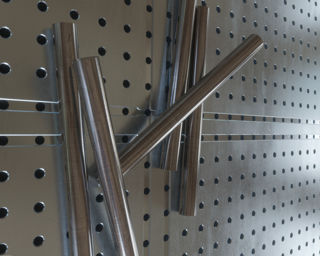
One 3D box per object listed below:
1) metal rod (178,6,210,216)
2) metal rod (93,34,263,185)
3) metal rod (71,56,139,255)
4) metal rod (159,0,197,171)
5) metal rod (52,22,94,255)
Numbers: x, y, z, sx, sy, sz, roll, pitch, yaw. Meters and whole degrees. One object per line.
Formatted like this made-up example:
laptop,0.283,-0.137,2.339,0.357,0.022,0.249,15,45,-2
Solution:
metal rod,0.050,-0.026,0.449,0.025,0.025,0.299,7,86,-40
metal rod,0.036,-0.032,0.403,0.301,0.025,0.025,-42,116,-20
metal rod,-0.049,0.075,0.336,0.025,0.025,0.298,-24,115,-37
metal rod,0.029,-0.091,0.431,0.025,0.025,0.299,11,83,-39
metal rod,-0.090,0.042,0.332,0.025,0.025,0.298,-6,94,-40
